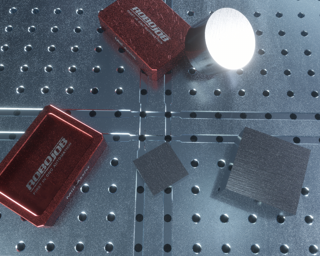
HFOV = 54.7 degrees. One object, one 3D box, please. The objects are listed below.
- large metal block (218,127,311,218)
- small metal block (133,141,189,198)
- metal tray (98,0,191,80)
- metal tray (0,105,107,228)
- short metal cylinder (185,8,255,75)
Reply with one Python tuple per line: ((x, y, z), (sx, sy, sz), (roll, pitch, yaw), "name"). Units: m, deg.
((0.126, 0.055, 0.380), (0.080, 0.050, 0.080), (20, 71, 7), "large metal block")
((0.001, 0.053, 0.392), (0.050, 0.025, 0.050), (-30, 73, -11), "small metal block")
((-0.017, -0.144, 0.462), (0.090, 0.030, 0.130), (-40, 75, -14), "metal tray")
((-0.141, 0.046, 0.390), (0.090, 0.030, 0.130), (29, 72, 9), "metal tray")
((0.082, -0.116, 0.424), (0.081, 0.050, 0.079), (0, 89, -25), "short metal cylinder")
